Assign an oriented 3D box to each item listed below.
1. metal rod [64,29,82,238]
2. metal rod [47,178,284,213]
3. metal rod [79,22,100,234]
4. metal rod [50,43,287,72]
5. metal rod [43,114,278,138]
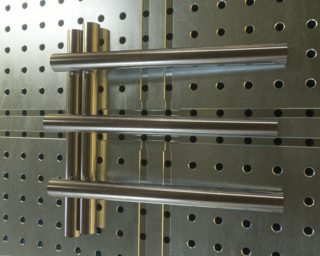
[{"bbox_3d":[-0.125,0.008,0.454,0.025,0.025,0.298,1,90,19],"label":"metal rod"},{"bbox_3d":[-0.003,0.085,0.397,0.301,0.025,0.025,1,90,13],"label":"metal rod"},{"bbox_3d":[-0.101,0.000,0.446,0.025,0.025,0.298,1,90,19],"label":"metal rod"},{"bbox_3d":[0.000,-0.089,0.396,0.301,0.025,0.025,1,90,13],"label":"metal rod"},{"bbox_3d":[-0.010,-0.004,0.399,0.301,0.025,0.025,1,91,13],"label":"metal rod"}]
